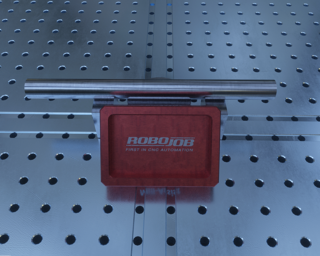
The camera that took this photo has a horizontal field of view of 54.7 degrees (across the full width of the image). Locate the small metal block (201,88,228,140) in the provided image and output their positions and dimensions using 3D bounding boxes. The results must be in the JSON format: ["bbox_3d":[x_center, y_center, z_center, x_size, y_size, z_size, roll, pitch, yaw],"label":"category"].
[{"bbox_3d":[0.069,-0.019,0.408,0.025,0.050,0.050,-1,50,0],"label":"small metal block"}]

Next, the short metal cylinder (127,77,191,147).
[{"bbox_3d":[-0.001,-0.022,0.409,0.080,0.050,0.080,0,50,0],"label":"short metal cylinder"}]

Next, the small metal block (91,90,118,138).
[{"bbox_3d":[-0.070,-0.022,0.409,0.025,0.050,0.050,-1,50,0],"label":"small metal block"}]

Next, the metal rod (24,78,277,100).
[{"bbox_3d":[-0.011,-0.048,0.382,0.302,0.025,0.025,0,50,0],"label":"metal rod"}]

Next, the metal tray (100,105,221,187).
[{"bbox_3d":[0.000,0.019,0.352,0.131,0.089,0.030,0,7,0],"label":"metal tray"}]
